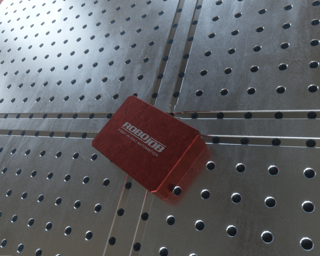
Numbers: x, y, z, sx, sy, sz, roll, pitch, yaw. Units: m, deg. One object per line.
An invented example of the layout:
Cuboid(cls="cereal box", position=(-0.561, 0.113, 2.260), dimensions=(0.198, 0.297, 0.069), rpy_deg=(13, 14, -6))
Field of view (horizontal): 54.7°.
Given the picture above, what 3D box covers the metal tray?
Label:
Cuboid(cls="metal tray", position=(-0.018, 0.020, 0.401), dimensions=(0.130, 0.030, 0.090), rpy_deg=(31, 78, 37))
